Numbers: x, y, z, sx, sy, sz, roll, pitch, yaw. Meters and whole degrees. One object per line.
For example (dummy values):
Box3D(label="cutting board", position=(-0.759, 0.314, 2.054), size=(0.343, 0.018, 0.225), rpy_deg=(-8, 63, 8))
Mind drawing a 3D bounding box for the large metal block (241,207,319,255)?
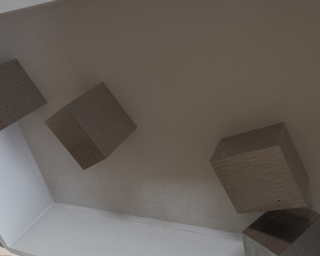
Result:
Box3D(label="large metal block", position=(0.150, 0.146, 0.375), size=(0.050, 0.081, 0.080), rpy_deg=(22, 133, 52))

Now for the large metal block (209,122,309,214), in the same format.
Box3D(label="large metal block", position=(0.117, 0.049, 0.361), size=(0.080, 0.050, 0.080), rpy_deg=(-18, 109, 35))

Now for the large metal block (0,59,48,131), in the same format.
Box3D(label="large metal block", position=(-0.235, -0.047, 0.468), size=(0.050, 0.080, 0.080), rpy_deg=(-21, 107, 36))

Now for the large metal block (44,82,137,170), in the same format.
Box3D(label="large metal block", position=(-0.090, -0.004, 0.418), size=(0.050, 0.080, 0.080), rpy_deg=(-28, 103, 37))
